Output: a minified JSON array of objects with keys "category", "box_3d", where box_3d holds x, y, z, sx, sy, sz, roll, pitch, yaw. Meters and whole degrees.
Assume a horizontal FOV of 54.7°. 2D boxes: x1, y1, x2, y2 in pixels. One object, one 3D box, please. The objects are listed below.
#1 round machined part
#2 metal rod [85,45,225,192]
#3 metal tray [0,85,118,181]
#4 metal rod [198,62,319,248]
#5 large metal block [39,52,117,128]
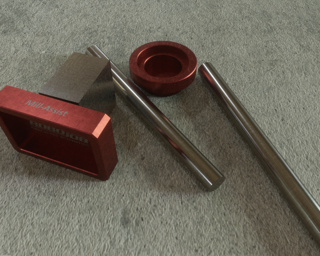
[{"category":"round machined part","box_3d":[0.004,-0.085,0.463,0.099,0.042,0.098,0,50,0]},{"category":"metal rod","box_3d":[-0.023,-0.030,0.428,0.025,0.025,0.300,-29,56,-22]},{"category":"metal tray","box_3d":[-0.117,0.008,0.352,0.131,0.089,0.030,16,52,12]},{"category":"metal rod","box_3d":[0.123,0.016,0.391,0.025,0.025,0.300,-16,52,-13]},{"category":"large metal block","box_3d":[-0.100,-0.037,0.397,0.050,0.080,0.080,15,52,12]}]
